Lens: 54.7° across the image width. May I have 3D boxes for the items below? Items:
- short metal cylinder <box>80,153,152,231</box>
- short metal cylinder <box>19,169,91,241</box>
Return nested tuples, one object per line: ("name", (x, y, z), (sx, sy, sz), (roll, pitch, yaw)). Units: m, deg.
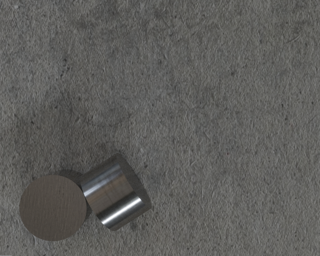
("short metal cylinder", (-0.053, 0.078, 0.382), (0.050, 0.080, 0.080), (-33, 90, 0))
("short metal cylinder", (-0.128, 0.096, 0.396), (0.081, 0.050, 0.080), (0, 90, 0))
